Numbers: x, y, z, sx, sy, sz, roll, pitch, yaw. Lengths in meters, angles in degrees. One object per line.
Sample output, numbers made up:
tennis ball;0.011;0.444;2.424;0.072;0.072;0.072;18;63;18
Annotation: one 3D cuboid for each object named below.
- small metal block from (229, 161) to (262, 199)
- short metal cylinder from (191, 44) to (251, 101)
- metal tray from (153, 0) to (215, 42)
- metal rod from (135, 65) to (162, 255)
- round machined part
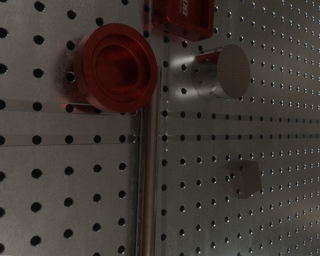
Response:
small metal block;0.149;0.089;0.538;0.050;0.025;0.050;-19;102;-39
short metal cylinder;0.094;-0.083;0.474;0.081;0.050;0.079;0;90;-40
metal tray;0.037;-0.198;0.438;0.091;0.030;0.129;6;87;-40
metal rod;-0.015;0.070;0.398;0.025;0.025;0.298;3;88;-40
round machined part;-0.053;-0.065;0.355;0.099;0.042;0.097;0;90;-40
